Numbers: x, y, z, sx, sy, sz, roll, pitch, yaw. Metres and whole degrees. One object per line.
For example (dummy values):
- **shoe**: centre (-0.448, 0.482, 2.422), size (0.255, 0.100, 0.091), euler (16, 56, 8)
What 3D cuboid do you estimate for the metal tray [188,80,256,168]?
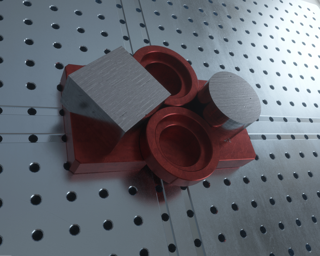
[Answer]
- **metal tray**: centre (0.076, -0.008, 0.448), size (0.091, 0.030, 0.130), euler (1, 61, -28)

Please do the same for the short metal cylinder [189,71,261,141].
- **short metal cylinder**: centre (0.087, -0.029, 0.417), size (0.081, 0.050, 0.080), euler (14, 56, -21)

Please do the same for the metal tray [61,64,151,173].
- **metal tray**: centre (-0.067, -0.013, 0.376), size (0.091, 0.030, 0.130), euler (1, 61, -29)

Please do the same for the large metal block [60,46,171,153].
- **large metal block**: centre (-0.049, -0.033, 0.347), size (0.080, 0.050, 0.080), euler (45, 51, 3)

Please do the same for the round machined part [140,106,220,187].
- **round machined part**: centre (0.021, 0.025, 0.381), size (0.099, 0.042, 0.098), euler (14, 56, -21)

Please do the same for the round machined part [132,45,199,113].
- **round machined part**: centre (0.000, -0.061, 0.423), size (0.099, 0.042, 0.098), euler (14, 56, -21)
